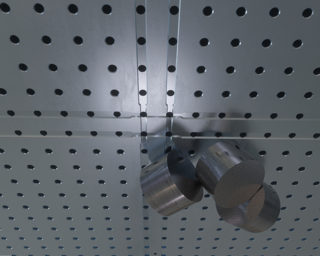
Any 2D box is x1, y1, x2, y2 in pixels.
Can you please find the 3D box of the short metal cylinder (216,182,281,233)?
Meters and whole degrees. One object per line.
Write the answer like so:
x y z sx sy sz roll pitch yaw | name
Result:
0.132 0.112 0.467 0.080 0.080 0.050 -35 133 26 | short metal cylinder

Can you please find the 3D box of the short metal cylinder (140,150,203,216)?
0.017 0.078 0.442 0.050 0.080 0.080 -34 123 26 | short metal cylinder

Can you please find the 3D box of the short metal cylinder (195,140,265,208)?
0.097 0.064 0.432 0.081 0.050 0.079 -13 123 -20 | short metal cylinder
